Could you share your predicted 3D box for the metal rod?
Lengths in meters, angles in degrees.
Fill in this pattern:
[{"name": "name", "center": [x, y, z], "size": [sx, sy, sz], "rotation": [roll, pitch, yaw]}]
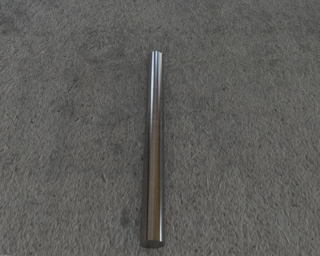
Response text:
[{"name": "metal rod", "center": [-0.007, 0.001, 0.404], "size": [0.025, 0.025, 0.300], "rotation": [0, 50, 0]}]
